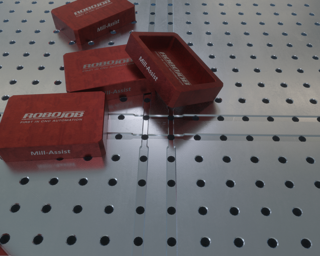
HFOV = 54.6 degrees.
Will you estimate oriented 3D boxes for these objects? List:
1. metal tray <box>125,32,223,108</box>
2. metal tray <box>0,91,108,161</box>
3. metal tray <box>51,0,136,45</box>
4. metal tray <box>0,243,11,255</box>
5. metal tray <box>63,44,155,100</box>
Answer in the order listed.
[{"bbox_3d":[0.019,-0.089,0.450,0.091,0.030,0.130,-13,55,-37],"label":"metal tray"},{"bbox_3d":[-0.137,-0.005,0.408,0.131,0.030,0.090,-3,50,-3],"label":"metal tray"},{"bbox_3d":[-0.123,-0.212,0.582,0.131,0.030,0.090,-33,58,-25],"label":"metal tray"},{"bbox_3d":[-0.204,0.131,0.292,0.130,0.030,0.090,32,57,24],"label":"metal tray"},{"bbox_3d":[-0.077,-0.086,0.476,0.131,0.030,0.090,-11,51,-9],"label":"metal tray"}]
